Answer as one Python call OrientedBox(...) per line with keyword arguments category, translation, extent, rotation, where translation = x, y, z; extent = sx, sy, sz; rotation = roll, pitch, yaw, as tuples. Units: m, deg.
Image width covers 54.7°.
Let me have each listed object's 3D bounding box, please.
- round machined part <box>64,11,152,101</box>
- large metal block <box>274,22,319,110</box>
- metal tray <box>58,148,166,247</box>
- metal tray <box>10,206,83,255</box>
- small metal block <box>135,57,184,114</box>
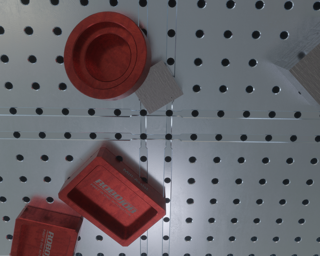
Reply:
OrientedBox(category="round machined part", translation=(-0.057, -0.080, 0.362), extent=(0.098, 0.042, 0.097), rotation=(0, 89, 13))
OrientedBox(category="large metal block", translation=(0.203, -0.075, 0.375), extent=(0.080, 0.050, 0.080), rotation=(42, 105, -14))
OrientedBox(category="metal tray", translation=(-0.066, 0.102, 0.447), extent=(0.130, 0.030, 0.090), rotation=(43, 104, -14))
OrientedBox(category="metal tray", translation=(-0.179, 0.191, 0.479), extent=(0.091, 0.030, 0.129), rotation=(15, 109, -6))
OrientedBox(category="small metal block", translation=(-0.005, -0.054, 0.394), extent=(0.050, 0.025, 0.050), rotation=(-30, 108, 10))
